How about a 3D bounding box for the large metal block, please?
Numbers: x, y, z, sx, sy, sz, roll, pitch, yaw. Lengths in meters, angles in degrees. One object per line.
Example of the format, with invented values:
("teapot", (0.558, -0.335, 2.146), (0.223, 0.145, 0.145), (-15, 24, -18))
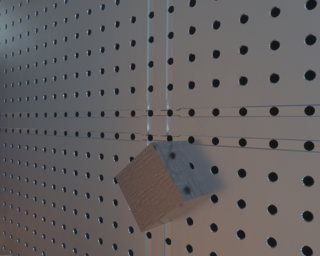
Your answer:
("large metal block", (0.000, 0.073, 0.395), (0.080, 0.050, 0.080), (-44, 64, 31))
